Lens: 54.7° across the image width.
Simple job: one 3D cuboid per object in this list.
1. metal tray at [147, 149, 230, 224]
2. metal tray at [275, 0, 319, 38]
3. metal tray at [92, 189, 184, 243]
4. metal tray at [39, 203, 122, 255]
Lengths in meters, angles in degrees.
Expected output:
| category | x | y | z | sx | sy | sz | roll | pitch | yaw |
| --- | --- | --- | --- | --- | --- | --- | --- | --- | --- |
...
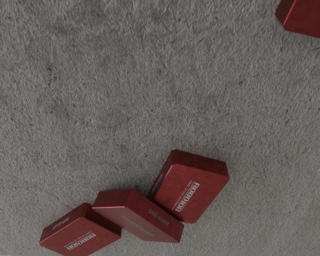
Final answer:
| category | x | y | z | sx | sy | sz | roll | pitch | yaw |
| --- | --- | --- | --- | --- | --- | --- | --- | --- | --- |
| metal tray | 0.039 | 0.097 | 0.486 | 0.091 | 0.030 | 0.129 | 15 | 129 | -13 |
| metal tray | 0.177 | -0.147 | 0.281 | 0.091 | 0.030 | 0.129 | 9 | 130 | -8 |
| metal tray | -0.034 | 0.146 | 0.507 | 0.090 | 0.030 | 0.130 | -15 | 133 | 42 |
| metal tray | -0.144 | 0.194 | 0.567 | 0.130 | 0.030 | 0.090 | -35 | 122 | 26 |
